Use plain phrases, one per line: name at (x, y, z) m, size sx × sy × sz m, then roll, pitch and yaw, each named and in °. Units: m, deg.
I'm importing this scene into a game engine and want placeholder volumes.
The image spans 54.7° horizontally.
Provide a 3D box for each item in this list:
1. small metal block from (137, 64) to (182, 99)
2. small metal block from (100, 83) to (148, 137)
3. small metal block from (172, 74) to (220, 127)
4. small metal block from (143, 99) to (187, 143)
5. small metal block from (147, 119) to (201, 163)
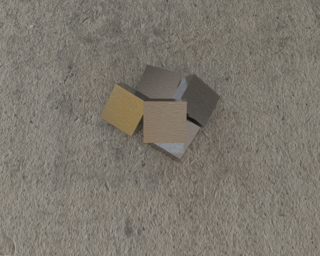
small metal block at (-0.002, -0.055, 0.430) m, size 0.050 × 0.025 × 0.050 m, roll 16°, pitch 71°, yaw 5°
small metal block at (-0.042, -0.025, 0.406) m, size 0.050 × 0.025 × 0.050 m, roll 32°, pitch 109°, yaw 9°
small metal block at (0.045, -0.035, 0.411) m, size 0.050 × 0.025 × 0.050 m, roll 37°, pitch 71°, yaw -23°
small metal block at (0.006, -0.009, 0.374) m, size 0.050 × 0.025 × 0.050 m, roll 0°, pitch 103°, yaw 0°
small metal block at (0.017, 0.010, 0.406) m, size 0.050 × 0.025 × 0.050 m, roll 31°, pitch 73°, yaw 10°
